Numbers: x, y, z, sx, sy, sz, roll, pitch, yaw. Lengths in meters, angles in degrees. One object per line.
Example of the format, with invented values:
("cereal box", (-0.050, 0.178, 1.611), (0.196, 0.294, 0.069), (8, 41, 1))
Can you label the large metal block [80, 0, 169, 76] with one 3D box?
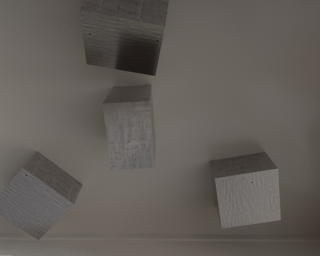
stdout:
("large metal block", (-0.037, -0.107, 0.336), (0.081, 0.050, 0.080), (9, 153, -4))

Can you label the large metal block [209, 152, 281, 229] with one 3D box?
("large metal block", (0.117, 0.086, 0.430), (0.080, 0.050, 0.079), (-10, 110, 3))

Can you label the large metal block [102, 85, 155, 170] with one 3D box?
("large metal block", (-0.034, -0.004, 0.380), (0.050, 0.080, 0.079), (-3, 110, 1))

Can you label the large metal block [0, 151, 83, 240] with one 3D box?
("large metal block", (-0.170, 0.094, 0.431), (0.080, 0.050, 0.080), (41, 105, -14))
